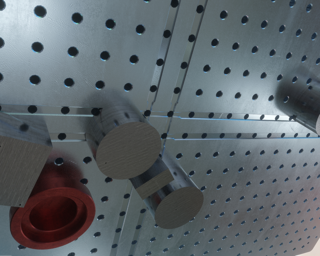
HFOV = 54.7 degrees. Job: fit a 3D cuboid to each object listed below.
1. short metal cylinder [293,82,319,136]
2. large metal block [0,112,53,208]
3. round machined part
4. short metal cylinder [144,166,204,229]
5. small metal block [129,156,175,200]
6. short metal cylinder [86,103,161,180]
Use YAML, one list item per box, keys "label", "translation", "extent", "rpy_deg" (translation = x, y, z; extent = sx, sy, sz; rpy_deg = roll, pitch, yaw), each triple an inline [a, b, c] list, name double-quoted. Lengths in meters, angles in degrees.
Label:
- label: "short metal cylinder"
  translation: [0.275, -0.032, 0.525]
  extent: [0.081, 0.050, 0.079]
  rpy_deg: [-14, 124, -21]
- label: "large metal block"
  translation: [-0.170, 0.031, 0.321]
  extent: [0.080, 0.050, 0.080]
  rpy_deg: [19, 108, -36]
- label: "round machined part"
  translation: [-0.135, 0.101, 0.389]
  extent: [0.099, 0.042, 0.097]
  rpy_deg: [-14, 124, -21]
- label: "short metal cylinder"
  translation: [0.018, 0.105, 0.470]
  extent: [0.081, 0.050, 0.079]
  rpy_deg: [-14, 124, -21]
- label: "small metal block"
  translation: [-0.016, 0.062, 0.424]
  extent: [0.050, 0.050, 0.025]
  rpy_deg: [-32, 129, -8]
- label: "short metal cylinder"
  translation: [-0.045, 0.016, 0.380]
  extent: [0.081, 0.050, 0.079]
  rpy_deg: [-14, 124, -21]
